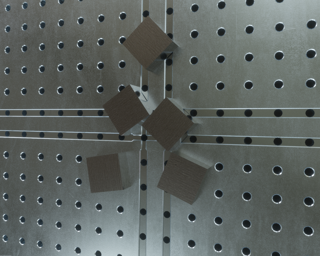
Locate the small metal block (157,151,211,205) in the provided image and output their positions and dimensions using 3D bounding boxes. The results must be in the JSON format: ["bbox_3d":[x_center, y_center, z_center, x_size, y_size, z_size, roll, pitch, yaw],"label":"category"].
[{"bbox_3d":[0.031,0.063,0.401,0.050,0.025,0.050,25,98,18],"label":"small metal block"}]

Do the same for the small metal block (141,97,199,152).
[{"bbox_3d":[0.013,-0.005,0.407,0.050,0.025,0.050,45,103,14],"label":"small metal block"}]

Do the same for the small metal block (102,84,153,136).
[{"bbox_3d":[-0.043,-0.024,0.427,0.050,0.025,0.050,-36,79,16],"label":"small metal block"}]

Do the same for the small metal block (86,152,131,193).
[{"bbox_3d":[-0.072,0.062,0.437,0.050,0.025,0.050,-10,87,19],"label":"small metal block"}]

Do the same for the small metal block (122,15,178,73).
[{"bbox_3d":[-0.013,-0.112,0.416,0.050,0.025,0.050,-44,77,14],"label":"small metal block"}]
